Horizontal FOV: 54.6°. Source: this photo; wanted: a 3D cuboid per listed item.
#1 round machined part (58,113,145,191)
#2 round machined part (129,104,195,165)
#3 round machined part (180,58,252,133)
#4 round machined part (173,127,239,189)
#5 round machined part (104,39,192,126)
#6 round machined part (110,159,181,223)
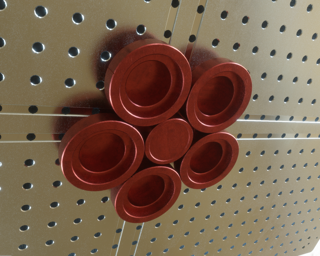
[{"bbox_3d":[-0.072,0.025,0.375,0.099,0.042,0.097,-14,124,-21],"label":"round machined part"},{"bbox_3d":[0.004,0.009,0.406,0.099,0.042,0.097,-14,124,-21],"label":"round machined part"},{"bbox_3d":[0.068,-0.045,0.408,0.099,0.042,0.097,-14,124,-21],"label":"round machined part"},{"bbox_3d":[0.063,0.039,0.458,0.099,0.042,0.097,-14,124,-21],"label":"round machined part"},{"bbox_3d":[-0.017,-0.054,0.357,0.099,0.042,0.097,-14,124,-21],"label":"round machined part"},{"bbox_3d":[-0.023,0.083,0.437,0.099,0.042,0.097,-14,124,-21],"label":"round machined part"}]
